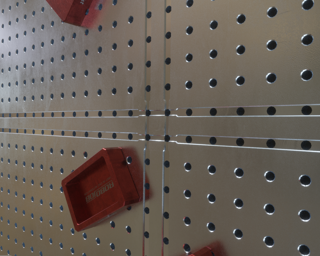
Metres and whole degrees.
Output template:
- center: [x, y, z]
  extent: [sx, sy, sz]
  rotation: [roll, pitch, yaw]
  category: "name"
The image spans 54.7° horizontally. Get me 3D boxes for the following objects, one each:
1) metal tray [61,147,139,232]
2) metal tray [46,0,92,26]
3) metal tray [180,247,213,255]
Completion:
- center: [-0.098, 0.097, 0.483]
  extent: [0.130, 0.030, 0.090]
  rotation: [-36, 68, 34]
  category: "metal tray"
- center: [-0.142, -0.252, 0.520]
  extent: [0.090, 0.030, 0.129]
  rotation: [50, 119, 27]
  category: "metal tray"
- center: [0.023, 0.213, 0.385]
  extent: [0.130, 0.030, 0.090]
  rotation: [-36, 68, 34]
  category: "metal tray"
